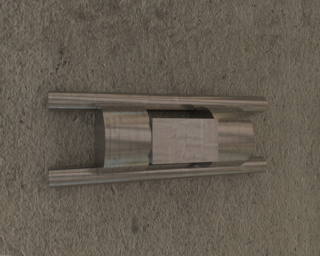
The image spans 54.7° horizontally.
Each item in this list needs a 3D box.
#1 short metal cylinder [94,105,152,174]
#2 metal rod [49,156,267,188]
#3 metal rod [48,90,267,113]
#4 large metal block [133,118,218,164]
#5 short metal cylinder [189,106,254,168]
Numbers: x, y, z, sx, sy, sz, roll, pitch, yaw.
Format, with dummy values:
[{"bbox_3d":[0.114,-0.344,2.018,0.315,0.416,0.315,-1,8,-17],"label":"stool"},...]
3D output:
[{"bbox_3d":[-0.046,0.013,0.363,0.050,0.080,0.079,-1,91,-20],"label":"short metal cylinder"},{"bbox_3d":[0.012,0.056,0.415,0.303,0.025,0.025,-1,91,-20],"label":"metal rod"},{"bbox_3d":[0.011,-0.033,0.414,0.303,0.025,0.025,-1,91,-20],"label":"metal rod"},{"bbox_3d":[0.016,0.014,0.384,0.081,0.080,0.050,0,90,-20],"label":"large metal block"},{"bbox_3d":[0.078,0.012,0.409,0.050,0.080,0.079,-1,91,-20],"label":"short metal cylinder"}]
